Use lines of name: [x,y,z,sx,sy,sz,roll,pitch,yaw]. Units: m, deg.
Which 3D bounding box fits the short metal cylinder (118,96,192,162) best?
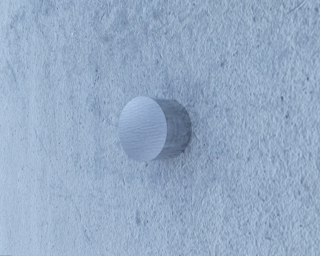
short metal cylinder: [-0.007,0.001,0.394,0.080,0.050,0.079,0,90,39]
